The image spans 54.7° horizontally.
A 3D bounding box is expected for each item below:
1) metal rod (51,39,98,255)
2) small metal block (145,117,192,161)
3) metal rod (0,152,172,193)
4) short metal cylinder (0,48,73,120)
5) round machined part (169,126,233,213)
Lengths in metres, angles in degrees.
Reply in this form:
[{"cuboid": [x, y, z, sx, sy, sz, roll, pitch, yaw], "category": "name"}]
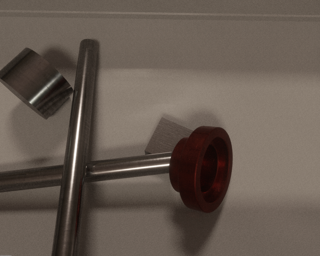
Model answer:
[{"cuboid": [-0.097, 0.005, 0.373, 0.025, 0.025, 0.299, -2, 57, -1], "category": "metal rod"}, {"cuboid": [0.014, 0.021, 0.402, 0.050, 0.025, 0.050, 24, 72, 8], "category": "small metal block"}, {"cuboid": [-0.134, 0.059, 0.373, 0.302, 0.025, 0.025, -7, 70, 2], "category": "metal rod"}, {"cuboid": [-0.160, -0.056, 0.399, 0.080, 0.080, 0.050, 36, 74, 12], "category": "short metal cylinder"}, {"cuboid": [0.046, 0.046, 0.363, 0.042, 0.098, 0.098, 6, 67, 35], "category": "round machined part"}]
